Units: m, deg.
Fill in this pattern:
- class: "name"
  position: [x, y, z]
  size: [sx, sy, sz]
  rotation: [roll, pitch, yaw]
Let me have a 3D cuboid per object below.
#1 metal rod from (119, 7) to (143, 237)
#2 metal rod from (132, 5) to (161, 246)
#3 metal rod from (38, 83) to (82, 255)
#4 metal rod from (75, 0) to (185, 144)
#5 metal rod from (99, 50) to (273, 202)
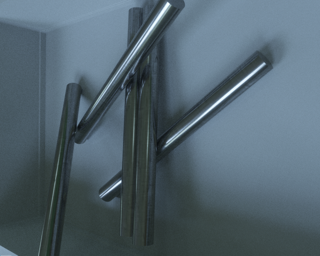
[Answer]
- class: "metal rod"
  position: [-0.035, -0.014, 0.408]
  size: [0.025, 0.025, 0.298]
  rotation: [-6, 79, 39]
- class: "metal rod"
  position: [-0.015, -0.011, 0.390]
  size: [0.025, 0.025, 0.298]
  rotation: [-6, 78, 39]
- class: "metal rod"
  position: [-0.140, 0.055, 0.442]
  size: [0.025, 0.025, 0.299]
  rotation: [-32, 46, 35]
- class: "metal rod"
  position: [-0.061, -0.055, 0.408]
  size: [0.298, 0.025, 0.025]
  rotation: [-43, 63, 47]
- class: "metal rod"
  position: [0.012, 0.015, 0.394]
  size: [0.299, 0.025, 0.025]
  rotation: [-42, 65, 31]
